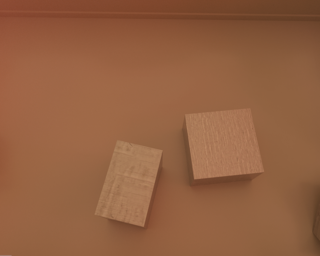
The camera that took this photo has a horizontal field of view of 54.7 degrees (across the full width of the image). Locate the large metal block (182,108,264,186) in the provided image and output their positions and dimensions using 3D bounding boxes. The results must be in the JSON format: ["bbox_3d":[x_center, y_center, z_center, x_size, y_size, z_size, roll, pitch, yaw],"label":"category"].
[{"bbox_3d":[0.075,0.025,0.387,0.081,0.050,0.080,-5,70,-2],"label":"large metal block"}]

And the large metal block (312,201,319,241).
[{"bbox_3d":[0.229,0.098,0.344,0.080,0.050,0.079,9,100,3],"label":"large metal block"}]

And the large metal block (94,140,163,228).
[{"bbox_3d":[-0.031,0.068,0.355,0.050,0.080,0.080,13,71,5],"label":"large metal block"}]
